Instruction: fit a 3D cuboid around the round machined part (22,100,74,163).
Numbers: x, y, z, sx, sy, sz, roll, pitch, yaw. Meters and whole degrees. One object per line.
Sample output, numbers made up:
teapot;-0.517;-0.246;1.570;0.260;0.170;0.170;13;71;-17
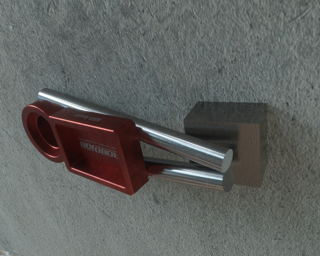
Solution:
round machined part;-0.161;0.001;0.473;0.098;0.042;0.097;21;129;28

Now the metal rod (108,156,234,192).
metal rod;-0.043;0.047;0.417;0.300;0.025;0.025;3;121;41

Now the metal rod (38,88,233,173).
metal rod;-0.053;-0.008;0.388;0.300;0.025;0.025;19;127;32

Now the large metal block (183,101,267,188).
large metal block;0.078;0.017;0.358;0.080;0.050;0.079;4;120;26

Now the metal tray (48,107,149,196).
metal tray;-0.080;0.026;0.395;0.130;0.030;0.089;11;124;37
